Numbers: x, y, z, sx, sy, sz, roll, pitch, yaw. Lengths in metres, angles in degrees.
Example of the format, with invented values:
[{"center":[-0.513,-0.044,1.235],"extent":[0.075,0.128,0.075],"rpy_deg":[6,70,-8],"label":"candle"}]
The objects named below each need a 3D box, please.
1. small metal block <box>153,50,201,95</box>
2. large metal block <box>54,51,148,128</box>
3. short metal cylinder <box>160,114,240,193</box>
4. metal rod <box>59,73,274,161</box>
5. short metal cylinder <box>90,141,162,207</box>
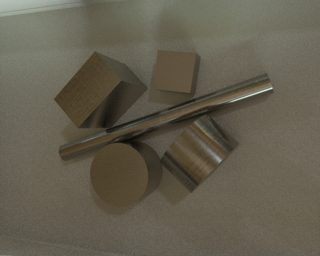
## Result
[{"center":[0.022,-0.071,0.400],"extent":[0.050,0.025,0.050],"rpy_deg":[9,93,19],"label":"small metal block"},{"center":[-0.074,-0.045,0.405],"extent":[0.080,0.080,0.050],"rpy_deg":[-45,76,14],"label":"large metal block"},{"center":[0.047,0.030,0.363],"extent":[0.050,0.080,0.080],"rpy_deg":[44,104,14],"label":"short metal cylinder"},{"center":[-0.006,-0.008,0.410],"extent":[0.301,0.025,0.025],"rpy_deg":[-18,84,18],"label":"metal rod"},{"center":[-0.044,0.058,0.409],"extent":[0.080,0.050,0.079],"rpy_deg":[0,90,19],"label":"short metal cylinder"}]
